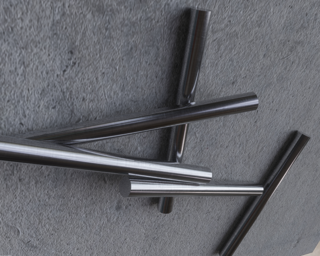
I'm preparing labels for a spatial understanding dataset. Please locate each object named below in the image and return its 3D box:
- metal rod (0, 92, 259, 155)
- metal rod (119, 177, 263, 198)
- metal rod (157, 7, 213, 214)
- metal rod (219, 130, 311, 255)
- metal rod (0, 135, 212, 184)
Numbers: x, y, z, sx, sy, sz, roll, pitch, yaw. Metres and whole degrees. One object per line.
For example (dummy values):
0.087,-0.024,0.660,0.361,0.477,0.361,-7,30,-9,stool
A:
-0.023,-0.007,0.366,0.302,0.025,0.025,-11,124,-14,metal rod
0.069,0.093,0.477,0.302,0.025,0.025,11,113,-41,metal rod
0.027,-0.004,0.419,0.025,0.025,0.298,-6,121,-26,metal rod
0.196,0.138,0.598,0.025,0.025,0.298,14,111,-34,metal rod
-0.053,0.042,0.365,0.302,0.025,0.025,13,112,-36,metal rod
